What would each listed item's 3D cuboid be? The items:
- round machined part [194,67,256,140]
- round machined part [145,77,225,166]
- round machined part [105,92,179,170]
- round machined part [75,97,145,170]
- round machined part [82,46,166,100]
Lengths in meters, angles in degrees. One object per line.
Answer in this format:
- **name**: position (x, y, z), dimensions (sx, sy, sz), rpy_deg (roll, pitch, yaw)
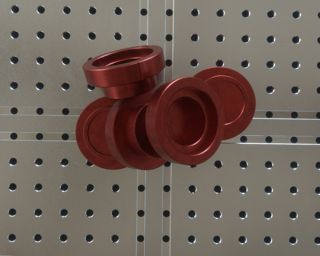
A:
- **round machined part**: position (0.077, -0.032, 0.406), dimensions (0.099, 0.042, 0.097), rpy_deg (0, 90, -1)
- **round machined part**: position (0.025, -0.007, 0.357), dimensions (0.099, 0.042, 0.097), rpy_deg (1, 88, -33)
- **round machined part**: position (-0.014, 0.003, 0.381), dimensions (0.099, 0.042, 0.097), rpy_deg (3, 85, -37)
- **round machined part**: position (-0.061, 0.006, 0.404), dimensions (0.099, 0.042, 0.097), rpy_deg (0, 90, -1)
- **round machined part**: position (-0.041, -0.068, 0.381), dimensions (0.099, 0.098, 0.042), rpy_deg (-12, 116, -1)
